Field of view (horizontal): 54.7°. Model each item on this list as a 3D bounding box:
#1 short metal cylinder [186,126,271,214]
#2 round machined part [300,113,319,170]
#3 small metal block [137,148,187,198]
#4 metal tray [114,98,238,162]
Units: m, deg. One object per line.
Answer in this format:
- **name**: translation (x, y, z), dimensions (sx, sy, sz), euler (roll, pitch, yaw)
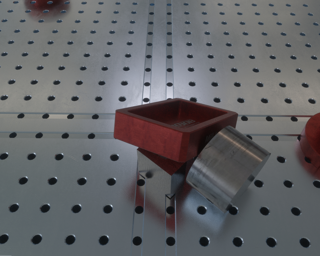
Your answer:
- **short metal cylinder**: translation (0.073, 0.044, 0.333), dimensions (0.050, 0.080, 0.080), euler (38, 59, 22)
- **round machined part**: translation (0.233, 0.013, 0.387), dimensions (0.099, 0.042, 0.098), euler (0, 50, 0)
- **small metal block**: translation (0.002, 0.045, 0.354), dimensions (0.050, 0.050, 0.025), euler (35, 59, 25)
- **metal tray**: translation (0.023, -0.004, 0.355), dimensions (0.090, 0.030, 0.131), euler (18, 20, 31)
